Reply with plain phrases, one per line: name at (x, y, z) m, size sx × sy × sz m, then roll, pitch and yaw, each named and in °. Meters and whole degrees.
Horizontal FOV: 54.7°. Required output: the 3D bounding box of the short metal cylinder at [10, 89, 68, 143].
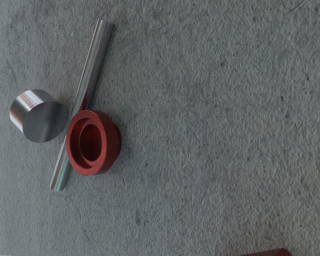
short metal cylinder at (-0.210, -0.021, 0.539) m, size 0.050 × 0.081 × 0.079 m, roll 34°, pitch 111°, yaw 34°

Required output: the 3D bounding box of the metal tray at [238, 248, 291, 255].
metal tray at (0.108, 0.197, 0.311) m, size 0.090 × 0.030 × 0.129 m, roll -29°, pitch 72°, yaw 36°

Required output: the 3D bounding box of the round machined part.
round machined part at (-0.097, 0.022, 0.471) m, size 0.098 × 0.042 × 0.097 m, roll 0°, pitch 90°, yaw 39°

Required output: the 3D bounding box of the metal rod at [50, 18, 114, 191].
metal rod at (-0.133, -0.028, 0.511) m, size 0.025 × 0.025 × 0.298 m, roll 33°, pitch 110°, yaw 35°
